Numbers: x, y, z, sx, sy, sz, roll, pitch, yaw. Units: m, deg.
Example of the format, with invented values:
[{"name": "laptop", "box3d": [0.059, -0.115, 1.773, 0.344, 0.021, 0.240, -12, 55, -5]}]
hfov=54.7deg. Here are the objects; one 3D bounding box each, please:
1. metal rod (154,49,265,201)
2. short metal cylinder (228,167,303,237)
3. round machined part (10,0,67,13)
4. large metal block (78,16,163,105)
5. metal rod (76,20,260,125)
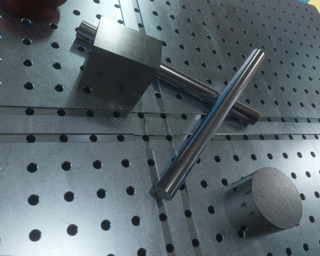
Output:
[{"name": "metal rod", "box3d": [0.084, -0.022, 0.443, 0.025, 0.025, 0.301, 40, 59, -2]}, {"name": "short metal cylinder", "box3d": [0.138, 0.098, 0.409, 0.081, 0.050, 0.080, 14, 56, -21]}, {"name": "round machined part", "box3d": [-0.175, -0.199, 0.425, 0.099, 0.042, 0.098, 14, 56, -21]}, {"name": "large metal block", "box3d": [-0.052, -0.082, 0.396, 0.081, 0.080, 0.050, 17, 55, -19]}, {"name": "metal rod", "box3d": [0.021, -0.077, 0.468, 0.302, 0.025, 0.025, 25, 53, -13]}]
